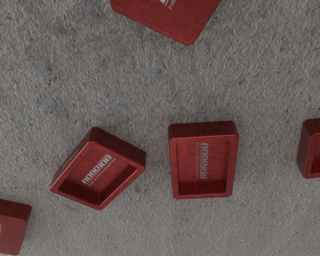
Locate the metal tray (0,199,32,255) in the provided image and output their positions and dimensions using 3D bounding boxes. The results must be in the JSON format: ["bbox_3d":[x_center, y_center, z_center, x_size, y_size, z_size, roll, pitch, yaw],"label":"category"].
[{"bbox_3d":[-0.287,0.176,0.551,0.091,0.030,0.129,17,128,-15],"label":"metal tray"}]

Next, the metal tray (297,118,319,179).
[{"bbox_3d":[0.264,0.024,0.426,0.131,0.030,0.090,-8,130,6],"label":"metal tray"}]

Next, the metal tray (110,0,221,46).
[{"bbox_3d":[0.021,-0.150,0.276,0.091,0.030,0.129,21,127,-18],"label":"metal tray"}]

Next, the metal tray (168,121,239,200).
[{"bbox_3d":[0.061,0.050,0.447,0.091,0.030,0.129,-3,130,2],"label":"metal tray"}]

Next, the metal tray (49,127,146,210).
[{"bbox_3d":[-0.092,0.065,0.458,0.090,0.030,0.129,30,124,-23],"label":"metal tray"}]
